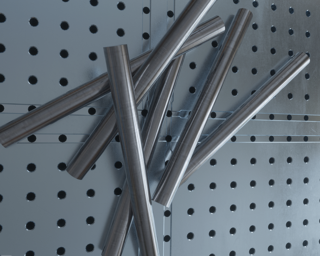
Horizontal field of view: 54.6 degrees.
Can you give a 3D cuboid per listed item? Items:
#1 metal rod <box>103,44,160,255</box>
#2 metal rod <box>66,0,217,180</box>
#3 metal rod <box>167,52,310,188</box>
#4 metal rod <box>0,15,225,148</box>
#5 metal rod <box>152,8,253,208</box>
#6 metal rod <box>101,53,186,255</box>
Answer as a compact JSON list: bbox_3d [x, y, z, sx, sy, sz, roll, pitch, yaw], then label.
[{"bbox_3d":[-0.027,0.056,0.366,0.025,0.025,0.298,-14,108,-19],"label":"metal rod"},{"bbox_3d":[-0.013,-0.064,0.363,0.025,0.025,0.299,36,95,-17],"label":"metal rod"},{"bbox_3d":[0.118,-0.016,0.455,0.301,0.025,0.025,-41,103,-15],"label":"metal rod"},{"bbox_3d":[-0.050,-0.062,0.377,0.301,0.025,0.025,-30,100,-11],"label":"metal rod"},{"bbox_3d":[0.063,-0.037,0.421,0.025,0.025,0.300,30,75,-18],"label":"metal rod"},{"bbox_3d":[-0.017,0.020,0.406,0.025,0.025,0.299,20,83,-19],"label":"metal rod"}]
